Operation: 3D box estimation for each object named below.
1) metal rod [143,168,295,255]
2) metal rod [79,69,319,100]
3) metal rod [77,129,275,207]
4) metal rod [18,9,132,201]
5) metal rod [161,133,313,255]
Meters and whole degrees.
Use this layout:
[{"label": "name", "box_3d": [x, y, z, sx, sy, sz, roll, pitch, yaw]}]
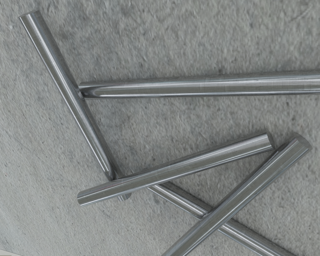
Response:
[{"label": "metal rod", "box_3d": [0.101, 0.143, 0.441, 0.301, 0.025, 0.025, 29, 128, 9]}, {"label": "metal rod", "box_3d": [0.029, -0.048, 0.360, 0.301, 0.025, 0.025, 2, 119, 27]}, {"label": "metal rod", "box_3d": [0.002, 0.062, 0.419, 0.300, 0.025, 0.025, -22, 107, 28]}, {"label": "metal rod", "box_3d": [-0.103, -0.010, 0.425, 0.025, 0.025, 0.299, -1, 126, 28]}, {"label": "metal rod", "box_3d": [0.077, 0.117, 0.409, 0.025, 0.025, 0.298, 38, 120, 2]}]
